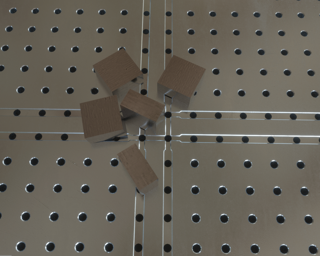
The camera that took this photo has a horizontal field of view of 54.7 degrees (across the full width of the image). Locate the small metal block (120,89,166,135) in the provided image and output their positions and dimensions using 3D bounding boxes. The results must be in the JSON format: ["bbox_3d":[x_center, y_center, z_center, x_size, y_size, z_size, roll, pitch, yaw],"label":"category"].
[{"bbox_3d":[-0.022,-0.020,0.405,0.050,0.050,0.025,26,72,8],"label":"small metal block"}]

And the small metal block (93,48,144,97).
[{"bbox_3d":[-0.058,-0.077,0.439,0.050,0.025,0.050,-33,74,-12],"label":"small metal block"}]

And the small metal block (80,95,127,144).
[{"bbox_3d":[-0.075,-0.011,0.412,0.050,0.025,0.050,-13,71,1],"label":"small metal block"}]

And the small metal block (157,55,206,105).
[{"bbox_3d":[0.030,-0.068,0.437,0.050,0.025,0.050,26,72,8],"label":"small metal block"}]

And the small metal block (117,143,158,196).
[{"bbox_3d":[-0.026,0.052,0.379,0.025,0.050,0.050,-31,73,-11],"label":"small metal block"}]
